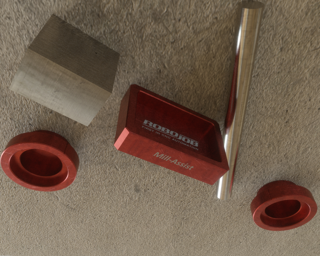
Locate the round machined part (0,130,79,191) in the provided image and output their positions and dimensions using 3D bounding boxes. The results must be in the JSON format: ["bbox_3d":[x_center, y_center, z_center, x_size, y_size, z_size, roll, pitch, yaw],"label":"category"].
[{"bbox_3d":[-0.161,0.041,0.429,0.099,0.042,0.097,0,130,0],"label":"round machined part"}]

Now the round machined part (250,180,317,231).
[{"bbox_3d":[0.196,0.122,0.502,0.099,0.042,0.097,0,130,0],"label":"round machined part"}]

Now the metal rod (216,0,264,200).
[{"bbox_3d":[0.096,-0.008,0.401,0.025,0.025,0.298,-2,130,1],"label":"metal rod"}]

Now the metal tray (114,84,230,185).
[{"bbox_3d":[0.015,0.007,0.370,0.131,0.090,0.030,23,126,-19],"label":"metal tray"}]

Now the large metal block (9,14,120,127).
[{"bbox_3d":[-0.093,-0.060,0.319,0.080,0.080,0.050,28,125,-22],"label":"large metal block"}]
